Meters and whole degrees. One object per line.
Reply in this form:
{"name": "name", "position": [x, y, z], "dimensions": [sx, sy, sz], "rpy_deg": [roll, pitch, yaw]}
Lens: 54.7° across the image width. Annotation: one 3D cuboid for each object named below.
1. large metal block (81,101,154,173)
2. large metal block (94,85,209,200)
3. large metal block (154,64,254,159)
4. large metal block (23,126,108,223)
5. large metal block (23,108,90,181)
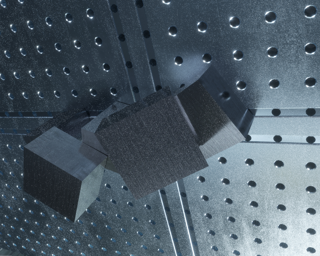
{"name": "large metal block", "position": [-0.043, 0.013, 0.404], "dimensions": [0.080, 0.080, 0.050], "rpy_deg": [17, 125, 18]}
{"name": "large metal block", "position": [-0.007, 0.014, 0.317], "dimensions": [0.080, 0.050, 0.080], "rpy_deg": [-27, 106, 7]}
{"name": "large metal block", "position": [0.048, -0.013, 0.361], "dimensions": [0.080, 0.050, 0.080], "rpy_deg": [-34, 100, 38]}
{"name": "large metal block", "position": [-0.120, 0.058, 0.387], "dimensions": [0.080, 0.050, 0.079], "rpy_deg": [28, 128, 11]}
{"name": "large metal block", "position": [-0.139, 0.026, 0.462], "dimensions": [0.050, 0.080, 0.080], "rpy_deg": [-6, 115, 31]}
